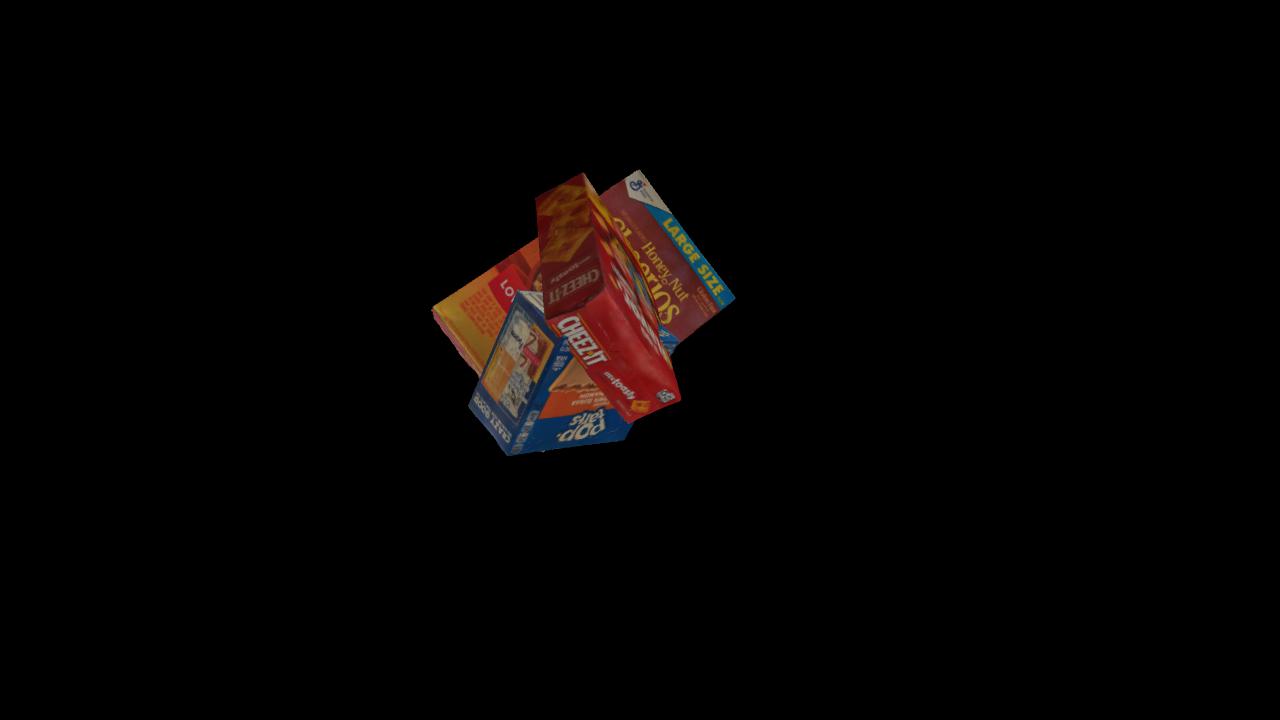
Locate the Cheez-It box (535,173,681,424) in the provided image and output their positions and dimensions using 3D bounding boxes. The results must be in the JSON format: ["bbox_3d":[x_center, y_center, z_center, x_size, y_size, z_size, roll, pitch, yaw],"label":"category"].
[{"bbox_3d":[-0.035,-0.069,0.641,0.071,0.223,0.166,-26,-47,12],"label":"Cheez-It box"}]

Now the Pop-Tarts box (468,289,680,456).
[{"bbox_3d":[-0.065,0.013,0.634,0.167,0.141,0.083,1,35,-49],"label":"Pop-Tarts box"}]

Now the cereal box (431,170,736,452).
[{"bbox_3d":[-0.060,-0.063,0.740,0.306,0.203,0.081,-38,4,-17],"label":"cereal box"}]
